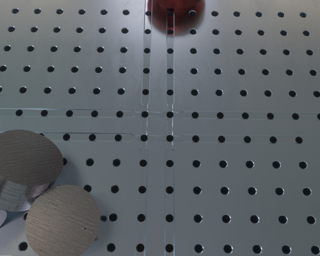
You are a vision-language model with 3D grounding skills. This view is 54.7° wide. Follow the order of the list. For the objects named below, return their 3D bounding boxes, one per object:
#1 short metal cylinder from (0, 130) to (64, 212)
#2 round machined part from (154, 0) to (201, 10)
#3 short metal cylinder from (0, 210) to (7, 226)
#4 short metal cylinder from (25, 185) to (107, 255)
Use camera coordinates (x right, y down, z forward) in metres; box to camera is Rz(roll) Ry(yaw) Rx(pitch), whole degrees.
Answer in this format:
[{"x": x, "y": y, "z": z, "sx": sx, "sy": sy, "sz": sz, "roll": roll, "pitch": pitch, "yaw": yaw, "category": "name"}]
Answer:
[{"x": -0.160, "y": 0.048, "z": 0.357, "sx": 0.080, "sy": 0.050, "sz": 0.080, "roll": 27, "pitch": 33, "yaw": -18, "category": "short metal cylinder"}, {"x": 0.027, "y": -0.226, "z": 0.485, "sx": 0.099, "sy": 0.042, "sz": 0.098, "roll": 0, "pitch": 70, "yaw": 0, "category": "round machined part"}, {"x": -0.223, "y": 0.100, "z": 0.344, "sx": 0.080, "sy": 0.080, "sz": 0.050, "roll": -41, "pitch": 75, "yaw": -13, "category": "short metal cylinder"}, {"x": -0.105, "y": 0.109, "z": 0.358, "sx": 0.081, "sy": 0.050, "sz": 0.080, "roll": 0, "pitch": 70, "yaw": 0, "category": "short metal cylinder"}]
